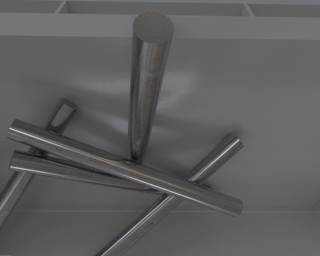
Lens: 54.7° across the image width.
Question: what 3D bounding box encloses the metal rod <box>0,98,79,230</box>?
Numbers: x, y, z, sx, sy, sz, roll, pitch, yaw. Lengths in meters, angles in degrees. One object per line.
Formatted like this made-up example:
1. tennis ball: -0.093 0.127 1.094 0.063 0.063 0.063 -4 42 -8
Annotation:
1. metal rod: -0.198 0.090 0.410 0.025 0.025 0.299 31 100 -24

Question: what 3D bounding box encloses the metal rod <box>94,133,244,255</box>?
1. metal rod: -0.004 0.117 0.431 0.300 0.025 0.025 -42 122 2

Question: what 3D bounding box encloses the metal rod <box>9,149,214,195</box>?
1. metal rod: -0.046 0.074 0.433 0.302 0.025 0.025 16 129 -28

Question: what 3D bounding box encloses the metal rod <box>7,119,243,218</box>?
1. metal rod: -0.034 0.054 0.389 0.302 0.025 0.025 21 127 -11

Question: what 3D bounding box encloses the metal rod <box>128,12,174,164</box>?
1. metal rod: -0.021 -0.002 0.324 0.025 0.025 0.299 5 156 -5
